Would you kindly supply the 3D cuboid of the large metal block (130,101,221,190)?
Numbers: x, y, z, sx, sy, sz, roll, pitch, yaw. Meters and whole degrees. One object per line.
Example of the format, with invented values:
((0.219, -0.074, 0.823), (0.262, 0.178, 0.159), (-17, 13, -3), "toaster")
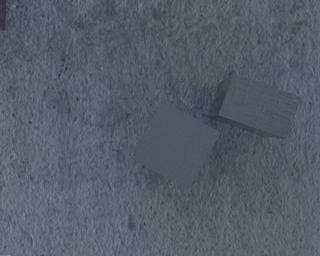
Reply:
((0.019, 0.021, 0.398), (0.080, 0.050, 0.080), (29, 90, -1), "large metal block")

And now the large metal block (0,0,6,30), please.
((-0.233, -0.173, 0.379), (0.050, 0.080, 0.079), (2, 90, 0), "large metal block")

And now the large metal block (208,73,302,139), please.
((0.111, -0.025, 0.384), (0.080, 0.080, 0.050), (19, 90, -1), "large metal block")
